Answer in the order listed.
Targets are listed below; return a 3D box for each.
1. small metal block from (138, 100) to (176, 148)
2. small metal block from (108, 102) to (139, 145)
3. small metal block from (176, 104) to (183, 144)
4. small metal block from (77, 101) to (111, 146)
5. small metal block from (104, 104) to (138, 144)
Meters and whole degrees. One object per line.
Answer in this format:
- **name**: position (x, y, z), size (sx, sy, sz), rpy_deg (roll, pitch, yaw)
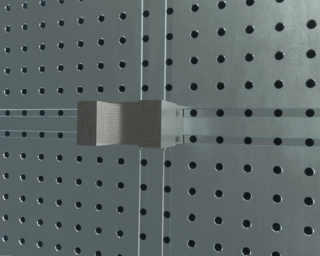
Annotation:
- **small metal block**: position (-0.002, -0.004, 0.344), size (0.025, 0.050, 0.050), rpy_deg (1, 90, 20)
- **small metal block**: position (-0.033, -0.006, 0.371), size (0.050, 0.025, 0.050), rpy_deg (1, 90, 19)
- **small metal block**: position (0.011, -0.004, 0.394), size (0.025, 0.050, 0.050), rpy_deg (-1, 90, 20)
- **small metal block**: position (-0.073, -0.005, 0.370), size (0.025, 0.050, 0.050), rpy_deg (1, 90, 20)
- **small metal block**: position (-0.051, -0.005, 0.415), size (0.025, 0.050, 0.050), rpy_deg (1, 90, 20)
